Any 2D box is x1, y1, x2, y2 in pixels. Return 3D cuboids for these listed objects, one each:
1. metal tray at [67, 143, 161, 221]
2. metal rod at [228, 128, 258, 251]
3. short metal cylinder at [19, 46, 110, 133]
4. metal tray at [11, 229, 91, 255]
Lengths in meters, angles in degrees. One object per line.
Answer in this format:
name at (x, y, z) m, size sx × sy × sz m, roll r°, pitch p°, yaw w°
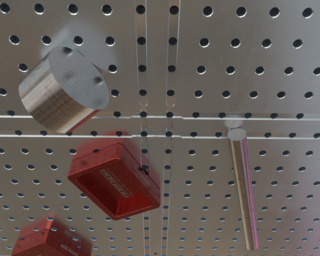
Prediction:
metal tray at (-0.067, 0.089, 0.482) m, size 0.090 × 0.030 × 0.130 m, roll -22°, pitch 127°, yaw 17°
metal rod at (0.142, 0.119, 0.513) m, size 0.025 × 0.025 × 0.299 m, roll -11°, pitch 130°, yaw 9°
short metal cylinder at (-0.103, -0.041, 0.339) m, size 0.050 × 0.080 × 0.080 m, roll -33°, pitch 123°, yaw 25°
metal tray at (-0.217, 0.260, 0.628) m, size 0.090 × 0.030 × 0.130 m, roll -26°, pitch 126°, yaw 20°
